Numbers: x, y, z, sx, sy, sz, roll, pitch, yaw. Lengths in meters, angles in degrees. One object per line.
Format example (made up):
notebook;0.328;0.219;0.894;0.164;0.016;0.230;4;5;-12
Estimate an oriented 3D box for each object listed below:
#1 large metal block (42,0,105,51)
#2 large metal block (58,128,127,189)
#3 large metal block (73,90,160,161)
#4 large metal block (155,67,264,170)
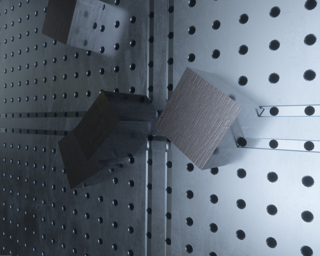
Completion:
large metal block;-0.146;-0.182;0.515;0.080;0.050;0.080;30;109;36
large metal block;-0.107;0.041;0.483;0.080;0.050;0.080;-33;70;35
large metal block;-0.056;-0.002;0.421;0.080;0.081;0.050;-48;62;29
large metal block;0.053;-0.011;0.350;0.080;0.050;0.080;43;116;31
